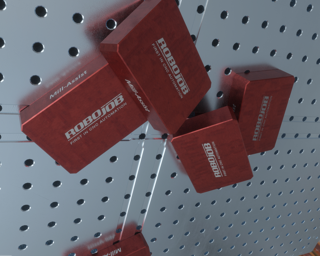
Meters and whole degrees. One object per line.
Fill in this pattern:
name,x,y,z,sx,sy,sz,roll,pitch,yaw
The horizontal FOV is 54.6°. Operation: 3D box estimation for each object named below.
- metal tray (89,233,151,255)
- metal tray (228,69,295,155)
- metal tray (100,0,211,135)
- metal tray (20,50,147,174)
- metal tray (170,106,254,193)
metal tray,-0.078,0.237,0.511,0.131,0.030,0.090,-20,126,-17
metal tray,0.146,-0.020,0.474,0.091,0.030,0.129,-10,123,-23
metal tray,0.003,-0.067,0.347,0.090,0.030,0.130,-52,133,-21
metal tray,-0.077,-0.017,0.355,0.130,0.030,0.090,-37,129,-4
metal tray,0.077,0.037,0.451,0.090,0.030,0.130,-19,129,11
